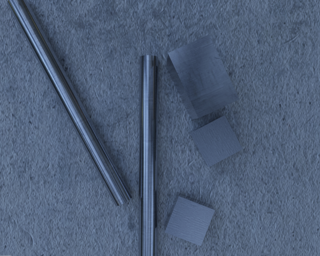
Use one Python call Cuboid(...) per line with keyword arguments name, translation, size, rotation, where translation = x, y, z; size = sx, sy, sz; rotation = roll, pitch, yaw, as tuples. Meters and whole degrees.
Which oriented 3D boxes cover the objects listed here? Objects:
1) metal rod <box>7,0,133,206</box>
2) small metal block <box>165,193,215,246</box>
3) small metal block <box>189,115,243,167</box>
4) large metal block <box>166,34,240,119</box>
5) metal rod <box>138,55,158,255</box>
Cuboid(name="metal rod", translation=(-0.118, -0.035, 0.408), size=(0.025, 0.025, 0.299), rotation=(-28, 90, 0))
Cuboid(name="small metal block", translation=(0.038, 0.120, 0.411), size=(0.050, 0.025, 0.050), rotation=(21, 90, -1))
Cuboid(name="small metal block", translation=(0.073, 0.017, 0.411), size=(0.050, 0.025, 0.050), rotation=(-28, 90, -1))
Cuboid(name="large metal block", translation=(0.048, -0.058, 0.383), size=(0.050, 0.080, 0.080), rotation=(-25, 90, 0))
Cuboid(name="metal rod", translation=(-0.015, 0.056, 0.409), size=(0.025, 0.025, 0.298), rotation=(0, 90, -1))
